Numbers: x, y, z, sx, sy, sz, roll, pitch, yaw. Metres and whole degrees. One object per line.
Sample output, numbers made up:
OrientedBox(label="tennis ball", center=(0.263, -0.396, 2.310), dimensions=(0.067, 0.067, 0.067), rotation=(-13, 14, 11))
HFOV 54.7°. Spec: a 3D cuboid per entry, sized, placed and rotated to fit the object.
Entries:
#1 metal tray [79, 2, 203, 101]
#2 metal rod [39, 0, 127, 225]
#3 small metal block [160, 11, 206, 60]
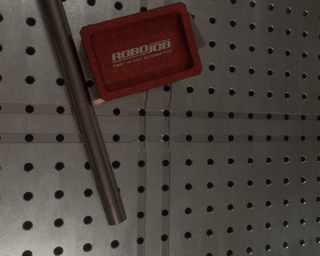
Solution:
OrientedBox(label="metal tray", center=(-0.022, -0.093, 0.385), dimensions=(0.131, 0.030, 0.089), rotation=(-17, 99, -7))
OrientedBox(label="metal rod", center=(-0.094, -0.025, 0.378), dimensions=(0.025, 0.025, 0.298), rotation=(-18, 96, -20))
OrientedBox(label="small metal block", center=(0.027, -0.123, 0.423), dimensions=(0.050, 0.025, 0.050), rotation=(-32, 101, -18))
